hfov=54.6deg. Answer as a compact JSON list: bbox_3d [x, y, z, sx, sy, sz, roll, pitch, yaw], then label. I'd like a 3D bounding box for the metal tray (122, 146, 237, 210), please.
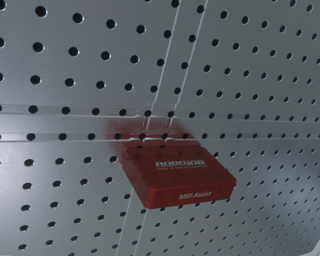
[{"bbox_3d":[0.025,0.062,0.420,0.131,0.090,0.030,1,118,-29],"label":"metal tray"}]
